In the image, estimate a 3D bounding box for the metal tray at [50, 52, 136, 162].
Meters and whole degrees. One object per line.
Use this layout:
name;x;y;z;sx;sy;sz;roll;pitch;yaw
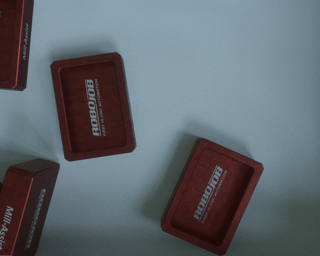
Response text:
metal tray;-0.086;-0.027;0.407;0.091;0.030;0.129;-9;90;0

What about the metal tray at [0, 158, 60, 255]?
metal tray;-0.167;0.107;0.377;0.030;0.090;0.129;15;90;0

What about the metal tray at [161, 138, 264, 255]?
metal tray;0.067;0.088;0.409;0.090;0.030;0.129;24;90;0

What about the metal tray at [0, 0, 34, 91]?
metal tray;-0.222;-0.118;0.406;0.091;0.030;0.129;5;90;0

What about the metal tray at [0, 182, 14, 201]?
metal tray;-0.236;0.115;0.357;0.030;0.130;0.090;43;90;0
